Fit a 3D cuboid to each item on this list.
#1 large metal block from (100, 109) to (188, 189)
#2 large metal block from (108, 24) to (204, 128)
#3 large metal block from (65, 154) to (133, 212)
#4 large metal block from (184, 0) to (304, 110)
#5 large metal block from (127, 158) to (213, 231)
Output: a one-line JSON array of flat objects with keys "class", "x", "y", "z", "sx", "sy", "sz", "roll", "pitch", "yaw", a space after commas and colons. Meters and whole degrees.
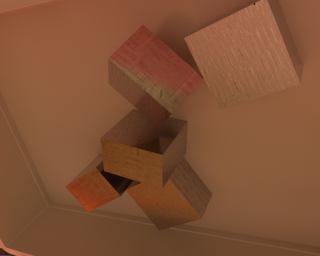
[{"class": "large metal block", "x": -0.017, "y": 0.023, "z": 0.395, "sx": 0.080, "sy": 0.080, "sz": 0.050, "roll": 13, "pitch": 124, "yaw": 20}, {"class": "large metal block", "x": -0.009, "y": -0.052, "z": 0.339, "sx": 0.080, "sy": 0.050, "sz": 0.080, "roll": 41, "pitch": 167, "yaw": -1}, {"class": "large metal block", "x": -0.076, "y": 0.067, "z": 0.453, "sx": 0.080, "sy": 0.080, "sz": 0.050, "roll": -32, "pitch": 100, "yaw": 38}, {"class": "large metal block", "x": 0.083, "y": -0.074, "z": 0.302, "sx": 0.080, "sy": 0.050, "sz": 0.080, "roll": -18, "pitch": 109, "yaw": 34}, {"class": "large metal block", "x": 0.013, "y": 0.091, "z": 0.441, "sx": 0.080, "sy": 0.050, "sz": 0.080, "roll": -30, "pitch": 102, "yaw": 37}]
